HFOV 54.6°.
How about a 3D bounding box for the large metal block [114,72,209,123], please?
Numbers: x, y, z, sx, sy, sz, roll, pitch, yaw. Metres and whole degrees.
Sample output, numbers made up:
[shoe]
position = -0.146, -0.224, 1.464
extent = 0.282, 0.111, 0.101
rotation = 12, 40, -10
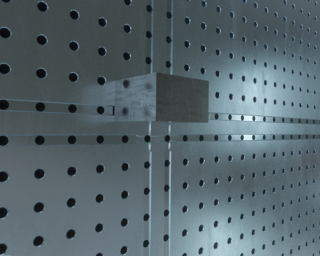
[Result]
[large metal block]
position = 0.001, -0.032, 0.373
extent = 0.081, 0.080, 0.050
rotation = 1, 90, -40
